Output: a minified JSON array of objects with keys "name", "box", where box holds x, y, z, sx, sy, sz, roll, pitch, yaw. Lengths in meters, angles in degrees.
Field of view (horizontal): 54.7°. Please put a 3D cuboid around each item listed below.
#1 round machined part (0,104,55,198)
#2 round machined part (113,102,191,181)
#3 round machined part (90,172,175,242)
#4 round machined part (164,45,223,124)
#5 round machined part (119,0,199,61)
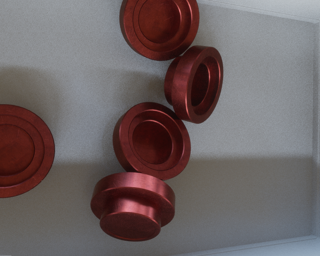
[{"name":"round machined part","box":[-0.168,0.024,0.340,0.099,0.042,0.097,0,90,-21]},{"name":"round machined part","box":[-0.013,0.020,0.386,0.099,0.042,0.098,13,64,-28]},{"name":"round machined part","box":[-0.032,0.097,0.360,0.099,0.097,0.042,25,42,-19]},{"name":"round machined part","box":[0.041,-0.057,0.401,0.099,0.042,0.097,-30,128,-48]},{"name":"round machined part","box":[-0.004,-0.137,0.390,0.099,0.042,0.097,-8,113,-20]}]
